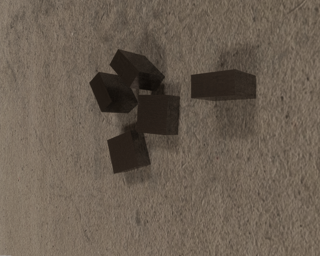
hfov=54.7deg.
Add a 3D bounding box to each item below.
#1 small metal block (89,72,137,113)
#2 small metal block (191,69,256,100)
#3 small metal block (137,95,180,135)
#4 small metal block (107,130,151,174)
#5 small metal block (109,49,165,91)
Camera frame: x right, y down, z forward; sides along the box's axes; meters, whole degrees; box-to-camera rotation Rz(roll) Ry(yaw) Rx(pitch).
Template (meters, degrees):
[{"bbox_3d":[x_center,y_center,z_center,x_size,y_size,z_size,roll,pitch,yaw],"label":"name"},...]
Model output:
[{"bbox_3d":[-0.065,-0.049,0.440,0.025,0.050,0.050,-39,66,33],"label":"small metal block"},{"bbox_3d":[0.068,-0.044,0.331,0.050,0.050,0.025,0,90,39],"label":"small metal block"},{"bbox_3d":[-0.003,-0.018,0.405,0.050,0.025,0.050,5,93,39],"label":"small metal block"},{"bbox_3d":[-0.045,0.034,0.440,0.050,0.025,0.050,-22,77,37],"label":"small metal block"},{"bbox_3d":[-0.030,-0.076,0.411,0.050,0.050,0.025,49,119,28],"label":"small metal block"}]
